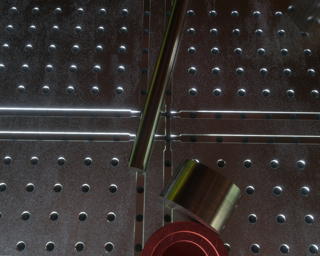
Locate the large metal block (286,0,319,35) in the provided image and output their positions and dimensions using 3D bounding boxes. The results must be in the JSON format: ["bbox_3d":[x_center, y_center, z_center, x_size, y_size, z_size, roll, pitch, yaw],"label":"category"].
[{"bbox_3d":[0.249,-0.195,0.457,0.080,0.080,0.050,-25,72,-9],"label":"large metal block"}]

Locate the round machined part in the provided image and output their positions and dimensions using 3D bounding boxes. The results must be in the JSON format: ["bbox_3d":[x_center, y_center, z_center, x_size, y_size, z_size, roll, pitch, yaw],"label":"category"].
[{"bbox_3d":[0.027,0.155,0.345,0.099,0.042,0.098,0,72,0],"label":"round machined part"}]

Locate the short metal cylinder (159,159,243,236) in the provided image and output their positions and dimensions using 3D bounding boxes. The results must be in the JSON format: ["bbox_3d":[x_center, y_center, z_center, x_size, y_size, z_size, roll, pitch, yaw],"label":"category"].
[{"bbox_3d":[0.046,0.079,0.354,0.080,0.080,0.050,31,73,10],"label":"short metal cylinder"}]

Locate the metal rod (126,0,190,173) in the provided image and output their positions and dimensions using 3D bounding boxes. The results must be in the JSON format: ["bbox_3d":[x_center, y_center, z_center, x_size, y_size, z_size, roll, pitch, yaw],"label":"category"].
[{"bbox_3d":[0.005,-0.084,0.442,0.025,0.025,0.299,13,70,4],"label":"metal rod"}]
